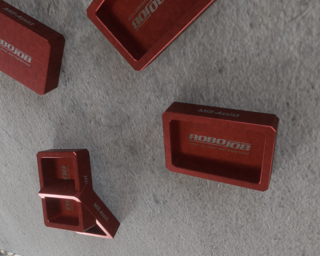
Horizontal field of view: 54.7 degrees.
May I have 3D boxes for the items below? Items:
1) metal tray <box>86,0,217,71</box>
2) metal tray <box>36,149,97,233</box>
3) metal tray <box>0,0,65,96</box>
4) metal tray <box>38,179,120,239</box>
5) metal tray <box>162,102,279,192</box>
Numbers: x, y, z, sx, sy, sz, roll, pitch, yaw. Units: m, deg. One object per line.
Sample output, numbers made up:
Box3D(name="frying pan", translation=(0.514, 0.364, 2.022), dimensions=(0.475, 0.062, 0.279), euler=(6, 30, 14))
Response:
Box3D(name="metal tray", translation=(-0.009, -0.133, 0.324), dimensions=(0.090, 0.030, 0.129), euler=(48, 128, -7))
Box3D(name="metal tray", translation=(-0.156, 0.101, 0.514), dimensions=(0.090, 0.030, 0.129), euler=(-3, 94, 29))
Box3D(name="metal tray", translation=(-0.201, -0.116, 0.436), dimensions=(0.130, 0.030, 0.089), euler=(31, 128, 7))
Box3D(name="metal tray", translation=(-0.138, 0.142, 0.540), dimensions=(0.090, 0.030, 0.130), euler=(-3, 132, 29))
Box3D(name="metal tray", translation=(0.070, 0.021, 0.378), dimensions=(0.130, 0.030, 0.089), euler=(9, 123, 22))
